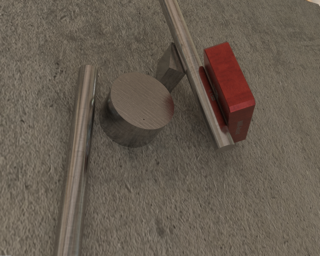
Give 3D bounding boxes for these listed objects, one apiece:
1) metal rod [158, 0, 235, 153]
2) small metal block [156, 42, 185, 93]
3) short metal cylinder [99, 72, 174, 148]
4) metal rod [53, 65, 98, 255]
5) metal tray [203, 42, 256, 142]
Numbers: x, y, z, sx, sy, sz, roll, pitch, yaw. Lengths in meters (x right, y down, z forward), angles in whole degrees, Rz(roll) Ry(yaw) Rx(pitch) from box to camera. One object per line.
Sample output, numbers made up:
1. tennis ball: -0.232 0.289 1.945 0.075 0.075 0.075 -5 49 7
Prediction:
1. metal rod: 0.036 -0.108 0.424 0.025 0.025 0.299 -4 64 -30
2. small metal block: 0.015 -0.086 0.448 0.025 0.050 0.050 18 55 -18
3. short metal cylinder: -0.030 -0.022 0.385 0.081 0.050 0.080 14 56 -21
4. metal rod: -0.088 0.056 0.322 0.025 0.025 0.299 12 57 -22
5. metal tray: 0.089 -0.040 0.412 0.030 0.130 0.090 -18 67 3
